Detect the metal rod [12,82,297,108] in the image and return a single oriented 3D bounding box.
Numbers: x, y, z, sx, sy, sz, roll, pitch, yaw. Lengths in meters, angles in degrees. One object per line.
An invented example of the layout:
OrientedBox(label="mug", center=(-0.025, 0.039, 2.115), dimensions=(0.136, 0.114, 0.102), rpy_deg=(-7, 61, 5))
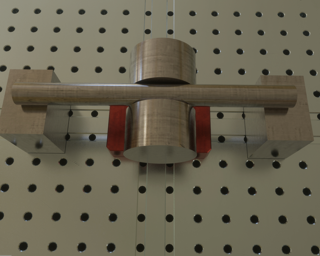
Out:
OrientedBox(label="metal rod", center=(-0.006, -0.036, 0.339), dimensions=(0.302, 0.025, 0.025), rpy_deg=(1, 70, 0))

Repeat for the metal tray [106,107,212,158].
OrientedBox(label="metal tray", center=(0.000, -0.008, 0.412), dimensions=(0.131, 0.030, 0.090), rpy_deg=(1, 70, 0))

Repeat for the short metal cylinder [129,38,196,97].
OrientedBox(label="short metal cylinder", center=(0.003, -0.064, 0.374), dimensions=(0.080, 0.080, 0.050), rpy_deg=(1, 70, 0))

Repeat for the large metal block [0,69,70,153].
OrientedBox(label="large metal block", center=(-0.151, -0.018, 0.387), dimensions=(0.050, 0.080, 0.080), rpy_deg=(1, 70, 0))

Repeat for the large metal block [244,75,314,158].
OrientedBox(label="large metal block", center=(0.142, -0.011, 0.386), dimensions=(0.050, 0.080, 0.080), rpy_deg=(1, 70, 0))

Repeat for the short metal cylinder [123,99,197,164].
OrientedBox(label="short metal cylinder", center=(0.001, 0.007, 0.348), dimensions=(0.080, 0.080, 0.050), rpy_deg=(1, 70, 0))
